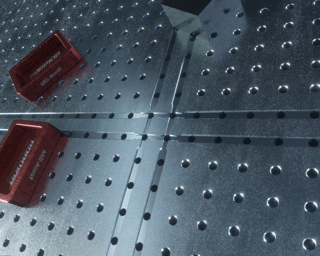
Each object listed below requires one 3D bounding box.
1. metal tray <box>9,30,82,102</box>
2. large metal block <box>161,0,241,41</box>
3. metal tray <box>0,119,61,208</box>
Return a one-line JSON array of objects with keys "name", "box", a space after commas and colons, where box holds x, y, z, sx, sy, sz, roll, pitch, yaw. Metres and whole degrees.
[{"name": "metal tray", "box": [-0.223, -0.121, 0.596, 0.130, 0.030, 0.090, -41, 51, 0]}, {"name": "large metal block", "box": [0.063, -0.191, 0.477, 0.080, 0.050, 0.080, -50, 52, -7]}, {"name": "metal tray", "box": [-0.223, 0.051, 0.490, 0.090, 0.030, 0.130, 5, 64, 30]}]
